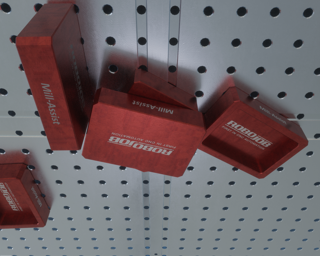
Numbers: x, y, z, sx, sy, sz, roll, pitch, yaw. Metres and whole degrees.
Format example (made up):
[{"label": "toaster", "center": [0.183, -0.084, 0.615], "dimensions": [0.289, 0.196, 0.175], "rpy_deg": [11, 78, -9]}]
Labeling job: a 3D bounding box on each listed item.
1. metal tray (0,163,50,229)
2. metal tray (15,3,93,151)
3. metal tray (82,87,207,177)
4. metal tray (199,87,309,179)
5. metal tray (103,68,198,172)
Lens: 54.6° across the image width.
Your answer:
[{"label": "metal tray", "center": [-0.244, 0.114, 0.502], "dimensions": [0.090, 0.030, 0.129], "rpy_deg": [-3, 130, 2]}, {"label": "metal tray", "center": [-0.102, -0.051, 0.324], "dimensions": [0.030, 0.090, 0.129], "rpy_deg": [-1, 130, 1]}, {"label": "metal tray", "center": [-0.021, 0.009, 0.376], "dimensions": [0.131, 0.030, 0.089], "rpy_deg": [13, 129, -12]}, {"label": "metal tray", "center": [0.119, 0.012, 0.418], "dimensions": [0.131, 0.030, 0.090], "rpy_deg": [26, 125, -21]}, {"label": "metal tray", "center": [-0.023, -0.004, 0.405], "dimensions": [0.090, 0.030, 0.129], "rpy_deg": [26, 126, -20]}]
